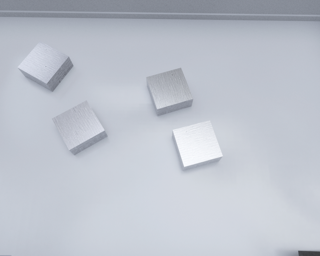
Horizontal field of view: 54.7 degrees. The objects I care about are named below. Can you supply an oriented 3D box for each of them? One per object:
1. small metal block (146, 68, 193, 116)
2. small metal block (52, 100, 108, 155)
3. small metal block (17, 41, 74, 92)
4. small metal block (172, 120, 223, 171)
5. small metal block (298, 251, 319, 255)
[{"bbox_3d":[0.013,-0.050,0.428,0.050,0.025,0.050,-17,71,-6],"label":"small metal block"},{"bbox_3d":[-0.105,0.000,0.409,0.050,0.025,0.050,-30,73,-11],"label":"small metal block"},{"bbox_3d":[-0.162,-0.087,0.440,0.050,0.025,0.050,29,72,10],"label":"small metal block"},{"bbox_3d":[0.047,0.023,0.401,0.050,0.025,0.050,-15,71,-6],"label":"small metal block"},{"bbox_3d":[0.187,0.146,0.333,0.050,0.050,0.025,17,64,-39],"label":"small metal block"}]
